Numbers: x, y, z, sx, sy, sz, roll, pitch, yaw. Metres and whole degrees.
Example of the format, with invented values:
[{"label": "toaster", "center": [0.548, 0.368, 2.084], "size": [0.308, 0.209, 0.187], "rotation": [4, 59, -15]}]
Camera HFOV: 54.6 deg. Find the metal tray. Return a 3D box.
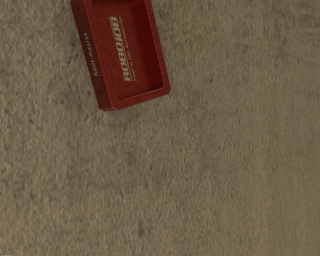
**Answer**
[{"label": "metal tray", "center": [-0.042, -0.093, 0.365], "size": [0.091, 0.030, 0.129], "rotation": [-22, 104, -38]}]
